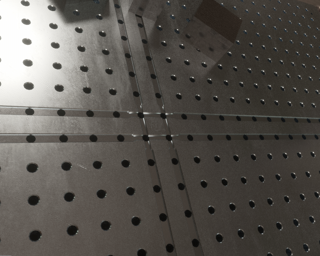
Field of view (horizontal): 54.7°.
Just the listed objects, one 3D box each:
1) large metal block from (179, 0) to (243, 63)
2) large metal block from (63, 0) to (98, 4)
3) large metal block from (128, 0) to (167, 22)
[{"bbox_3d":[0.092,-0.177,0.552,0.080,0.050,0.080,32,51,-8],"label":"large metal block"},{"bbox_3d":[-0.125,-0.243,0.474,0.081,0.050,0.080,-27,77,-37],"label":"large metal block"},{"bbox_3d":[-0.014,-0.242,0.515,0.050,0.080,0.080,13,56,-21],"label":"large metal block"}]
